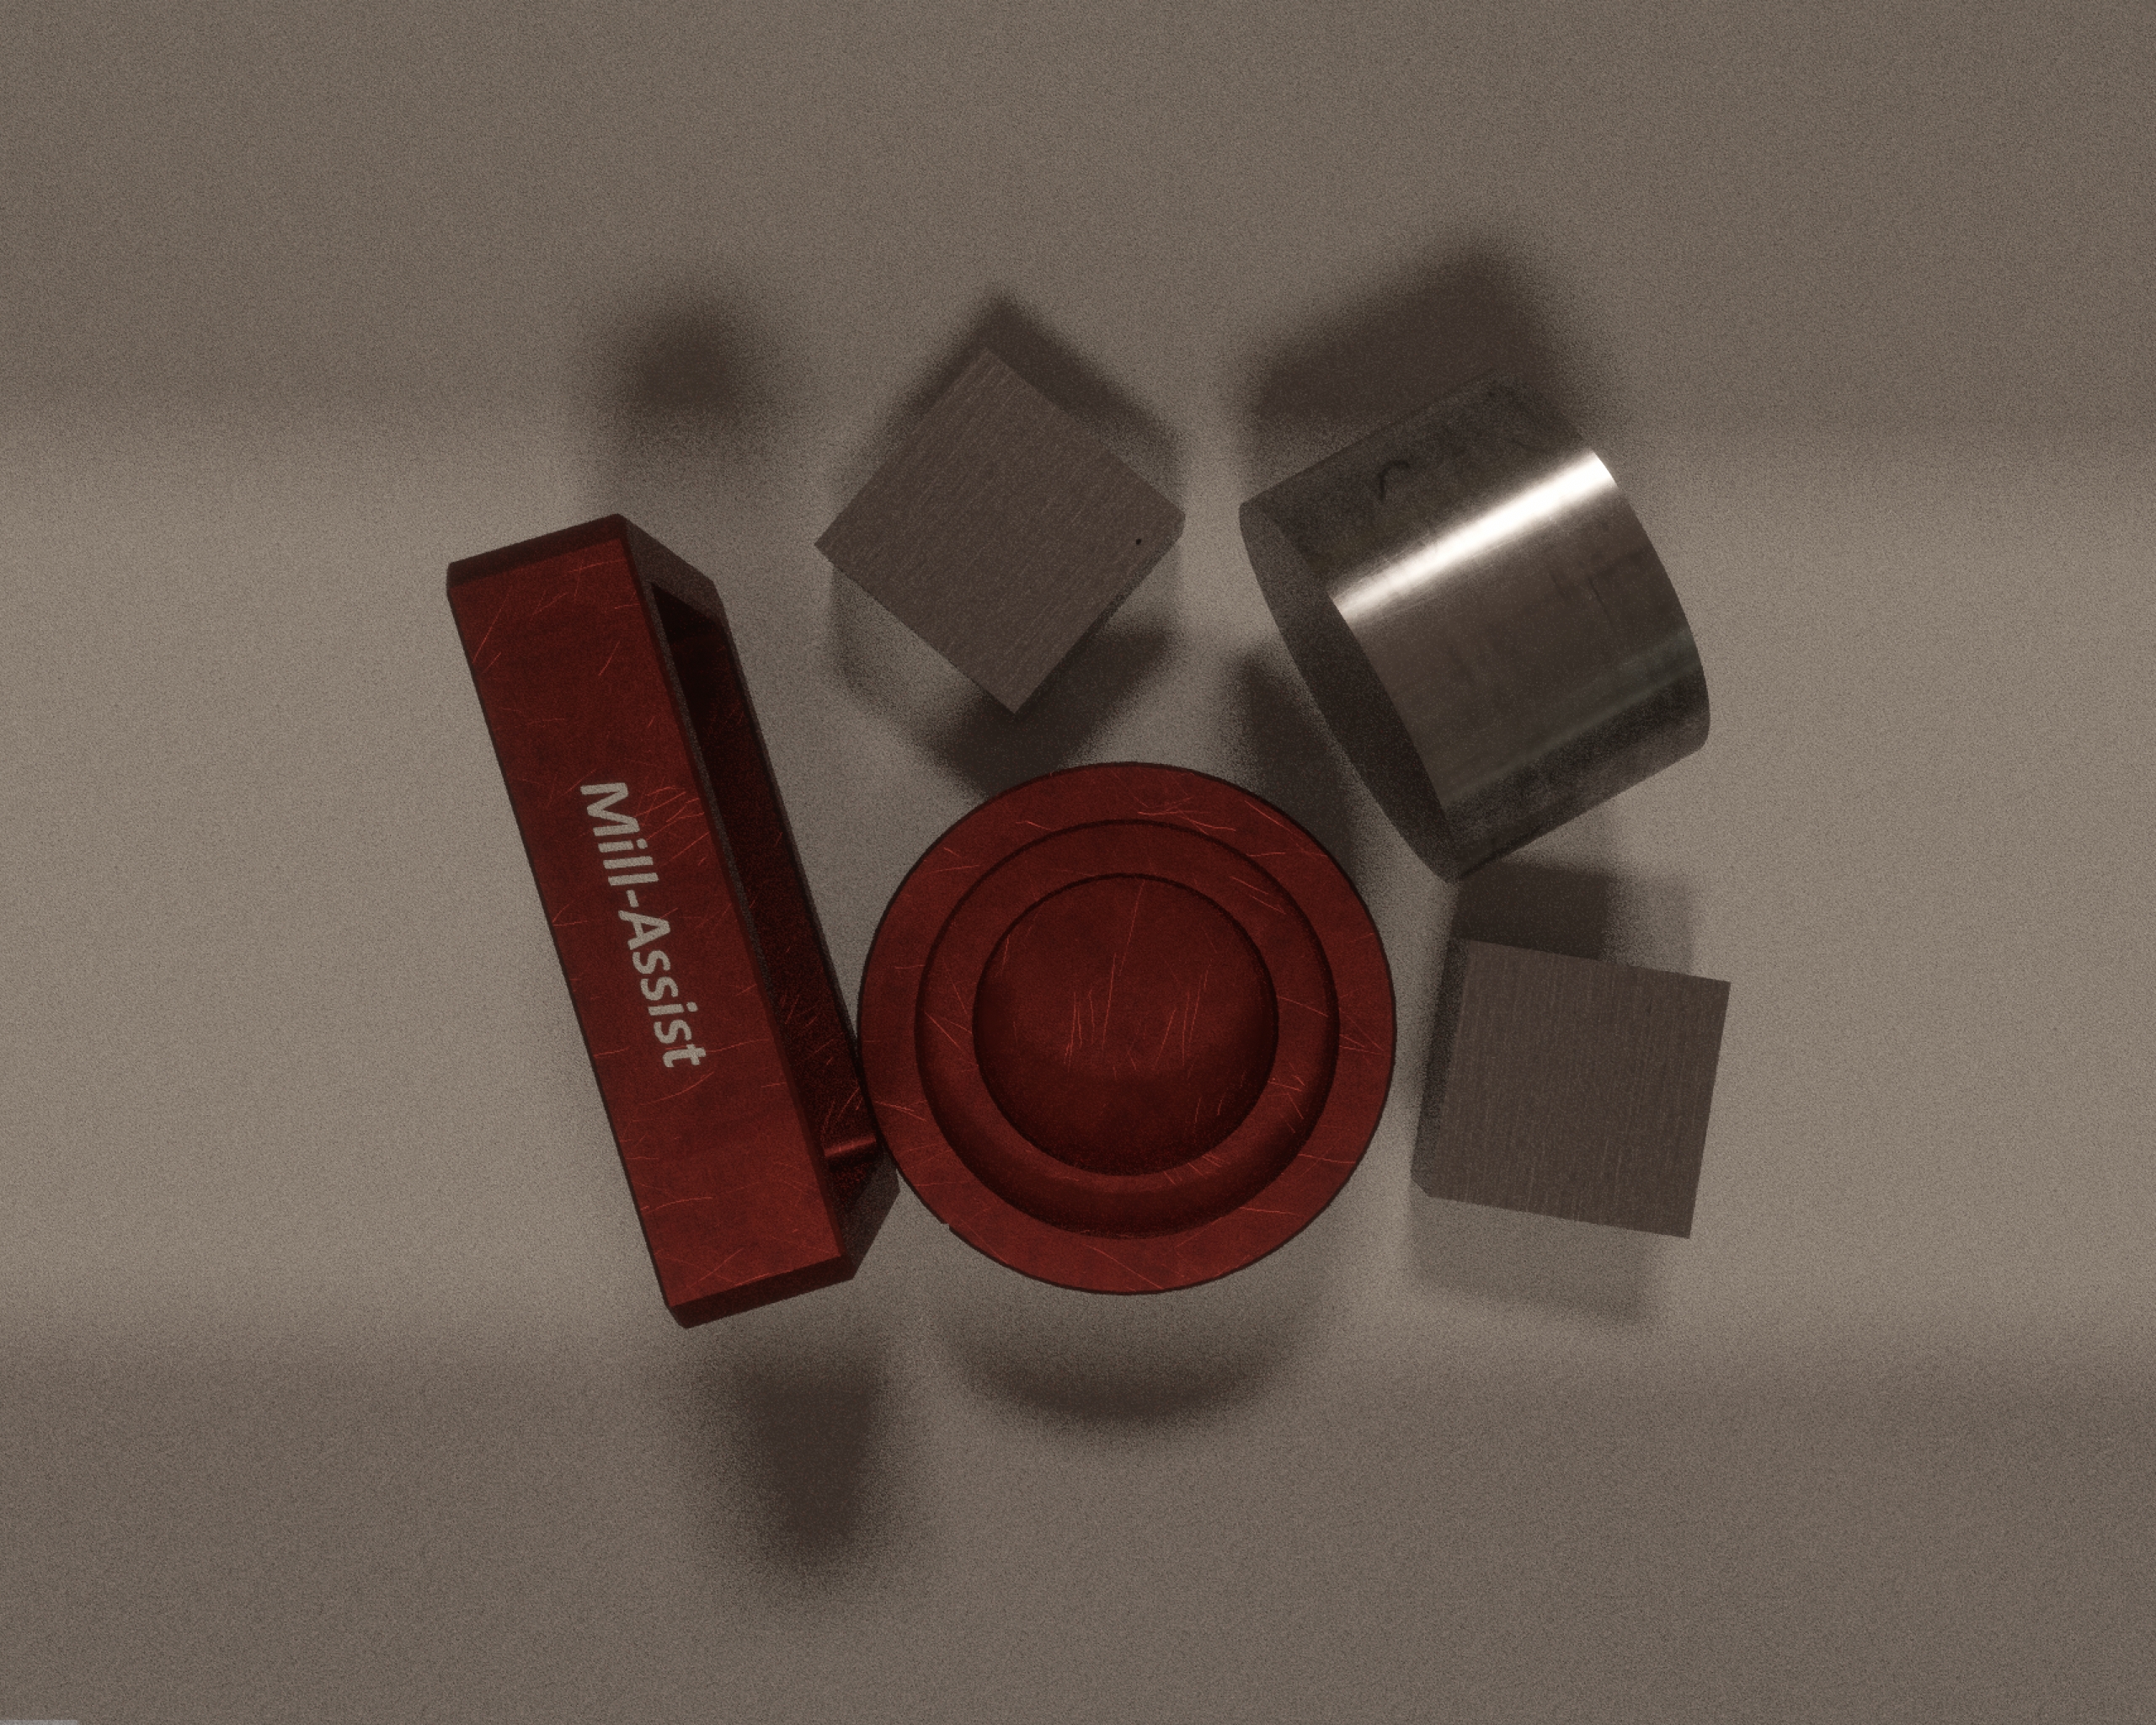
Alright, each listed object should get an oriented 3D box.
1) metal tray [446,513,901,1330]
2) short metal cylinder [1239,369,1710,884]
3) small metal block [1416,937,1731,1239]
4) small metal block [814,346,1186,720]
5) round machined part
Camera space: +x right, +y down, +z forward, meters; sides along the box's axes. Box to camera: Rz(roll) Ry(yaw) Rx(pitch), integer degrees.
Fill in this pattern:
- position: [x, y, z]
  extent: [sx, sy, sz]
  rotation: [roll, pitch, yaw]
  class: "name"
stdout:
- position: [-0.069, 0.009, 0.376]
  extent: [0.030, 0.090, 0.129]
  rotation: [-17, 90, 0]
  class: "metal tray"
- position: [0.071, -0.043, 0.383]
  extent: [0.050, 0.080, 0.080]
  rotation: [-29, 90, 0]
  class: "short metal cylinder"
- position: [0.096, 0.043, 0.411]
  extent: [0.050, 0.025, 0.050]
  rotation: [9, 89, 1]
  class: "small metal block"
- position: [-0.015, -0.063, 0.409]
  extent: [0.050, 0.025, 0.050]
  rotation: [40, 90, 1]
  class: "small metal block"
- position: [0.009, 0.030, 0.400]
  extent: [0.099, 0.042, 0.097]
  rotation: [0, 90, -1]
  class: "round machined part"
